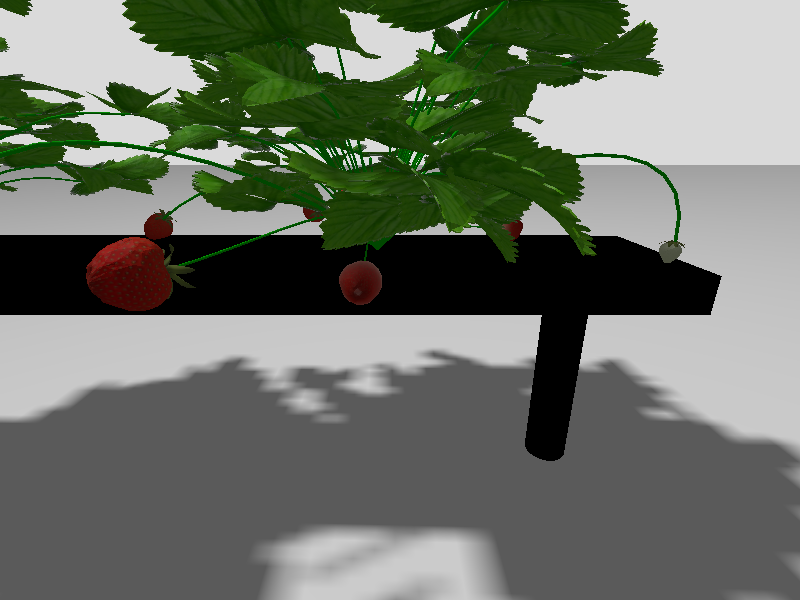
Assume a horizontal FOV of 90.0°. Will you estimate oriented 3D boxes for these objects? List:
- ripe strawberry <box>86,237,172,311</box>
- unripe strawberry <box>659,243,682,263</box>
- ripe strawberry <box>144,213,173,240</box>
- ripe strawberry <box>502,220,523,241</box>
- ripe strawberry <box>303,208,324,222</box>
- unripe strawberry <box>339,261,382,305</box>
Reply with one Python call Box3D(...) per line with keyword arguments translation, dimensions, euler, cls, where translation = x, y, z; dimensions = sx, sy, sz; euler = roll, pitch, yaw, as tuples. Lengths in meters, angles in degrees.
Box3D(translation=(-0.143, -0.013, 0.212), dimensions=(0.034, 0.039, 0.037), euler=(16, 26, 37), cls="ripe strawberry")
Box3D(translation=(0.211, -0.037, 0.313), dimensions=(0.016, 0.016, 0.015), euler=(4, 21, 10), cls="unripe strawberry")
Box3D(translation=(-0.237, -0.071, 0.391), dimensions=(0.027, 0.023, 0.027), euler=(-37, 9, 21), cls="ripe strawberry")
Box3D(translation=(0.106, -0.071, 0.389), dimensions=(0.028, 0.028, 0.027), euler=(-6, 21, -16), cls="ripe strawberry")
Box3D(translation=(-0.108, -0.112, 0.499), dimensions=(0.029, 0.030, 0.031), euler=(-11, 22, -27), cls="ripe strawberry")
Box3D(translation=(-0.022, -0.009, 0.223), dimensions=(0.024, 0.025, 0.026), euler=(0, 21, 1), cls="unripe strawberry")
